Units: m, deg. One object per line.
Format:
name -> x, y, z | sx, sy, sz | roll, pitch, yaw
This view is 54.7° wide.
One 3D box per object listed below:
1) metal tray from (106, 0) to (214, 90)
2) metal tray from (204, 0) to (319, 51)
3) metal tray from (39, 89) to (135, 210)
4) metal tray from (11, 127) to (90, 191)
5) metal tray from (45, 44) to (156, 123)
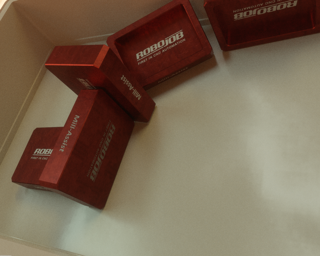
metal tray -> -0.001, -0.116, 0.446 | 0.130, 0.030, 0.090 | -25, 85, 12
metal tray -> 0.130, -0.148, 0.386 | 0.130, 0.090, 0.030 | -6, 59, 25
metal tray -> -0.085, 0.027, 0.392 | 0.030, 0.090, 0.130 | 4, 64, 30
metal tray -> -0.147, 0.044, 0.446 | 0.130, 0.030, 0.090 | -2, 61, 33
metal tray -> -0.074, -0.055, 0.411 | 0.090, 0.130, 0.030 | 8, 66, 31
